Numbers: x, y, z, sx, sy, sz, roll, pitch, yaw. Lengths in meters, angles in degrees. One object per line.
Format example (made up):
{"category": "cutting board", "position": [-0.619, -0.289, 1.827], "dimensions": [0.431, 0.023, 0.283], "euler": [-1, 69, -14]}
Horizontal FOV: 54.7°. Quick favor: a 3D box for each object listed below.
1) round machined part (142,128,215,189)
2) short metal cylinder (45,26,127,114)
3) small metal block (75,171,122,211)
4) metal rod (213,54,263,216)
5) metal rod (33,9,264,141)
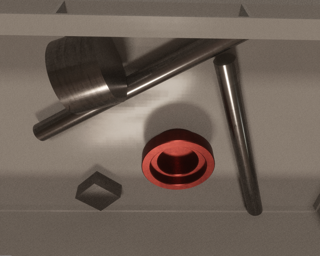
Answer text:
{"category": "round machined part", "position": [0.024, 0.039, 0.432], "dimensions": [0.099, 0.042, 0.097], "euler": [-1, 130, 0]}
{"category": "short metal cylinder", "position": [-0.073, -0.059, 0.322], "dimensions": [0.050, 0.080, 0.080], "euler": [-14, 129, 11]}
{"category": "small metal block", "position": [-0.098, 0.102, 0.494], "dimensions": [0.050, 0.025, 0.050], "euler": [36, 121, -27]}
{"category": "metal rod", "position": [0.117, 0.032, 0.437], "dimensions": [0.025, 0.025, 0.299], "euler": [-14, 129, 11]}
{"category": "metal rod", "position": [-0.029, -0.052, 0.364], "dimensions": [0.300, 0.025, 0.025], "euler": [-24, 126, 18]}
